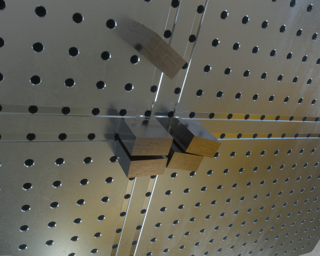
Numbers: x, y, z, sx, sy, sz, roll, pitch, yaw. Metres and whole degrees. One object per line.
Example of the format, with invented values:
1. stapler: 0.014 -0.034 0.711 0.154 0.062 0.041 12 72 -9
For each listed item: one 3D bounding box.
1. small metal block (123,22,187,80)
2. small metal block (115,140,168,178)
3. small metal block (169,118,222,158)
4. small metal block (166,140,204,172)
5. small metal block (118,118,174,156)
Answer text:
1. small metal block: -0.006 -0.085 0.339 0.050 0.050 0.025 34 99 -39
2. small metal block: -0.025 0.038 0.404 0.050 0.050 0.025 -1 119 -28
3. small metal block: 0.048 0.014 0.429 0.050 0.050 0.025 15 110 -35
4. small metal block: 0.024 0.033 0.428 0.050 0.050 0.025 12 113 -33
5. small metal block: -0.019 0.010 0.390 0.050 0.050 0.025 3 117 -30
